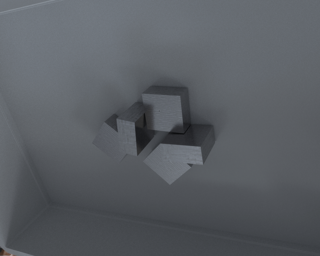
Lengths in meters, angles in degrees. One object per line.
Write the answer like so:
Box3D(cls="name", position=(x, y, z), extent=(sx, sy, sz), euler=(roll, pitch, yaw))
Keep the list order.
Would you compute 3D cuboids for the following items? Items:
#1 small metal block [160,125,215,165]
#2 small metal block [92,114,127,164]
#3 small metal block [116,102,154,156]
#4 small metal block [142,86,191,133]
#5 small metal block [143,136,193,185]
Box3D(cls="small metal block", position=(0.035, 0.019, 0.381), extent=(0.050, 0.050, 0.025), euler=(3, 120, 26))
Box3D(cls="small metal block", position=(-0.063, 0.016, 0.448), extent=(0.050, 0.025, 0.050), euler=(39, 129, 1))
Box3D(cls="small metal block", position=(-0.031, 0.000, 0.405), extent=(0.025, 0.050, 0.050), euler=(12, 123, 21))
Box3D(cls="small metal block", position=(0.009, -0.023, 0.386), extent=(0.050, 0.025, 0.050), euler=(6, 121, 24))
Box3D(cls="small metal block", position=(0.014, 0.042, 0.424), extent=(0.050, 0.025, 0.050), euler=(42, 129, -1))
